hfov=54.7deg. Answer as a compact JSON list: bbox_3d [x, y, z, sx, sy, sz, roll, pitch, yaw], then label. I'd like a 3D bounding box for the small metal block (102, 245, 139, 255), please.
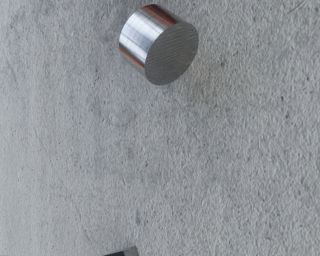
[{"bbox_3d":[-0.053,0.202,0.446,0.050,0.025,0.050,-29,72,36],"label":"small metal block"}]

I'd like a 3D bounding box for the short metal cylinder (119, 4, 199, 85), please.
[{"bbox_3d":[-0.001,-0.098,0.368,0.050,0.081,0.080,44,116,31],"label":"short metal cylinder"}]
